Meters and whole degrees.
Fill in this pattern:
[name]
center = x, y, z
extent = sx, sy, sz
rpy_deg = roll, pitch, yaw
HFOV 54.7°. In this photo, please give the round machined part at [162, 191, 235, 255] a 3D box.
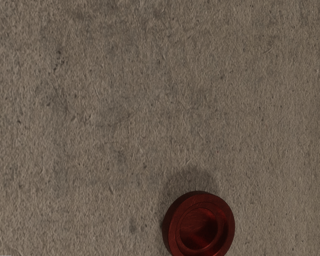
[round machined part]
center = 0.048, 0.133, 0.419
extent = 0.099, 0.042, 0.097
rpy_deg = 0, 90, -21
